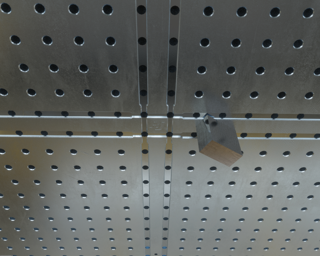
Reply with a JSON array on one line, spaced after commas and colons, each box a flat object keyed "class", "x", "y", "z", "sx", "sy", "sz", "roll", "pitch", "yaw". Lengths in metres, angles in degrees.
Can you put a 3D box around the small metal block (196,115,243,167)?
[{"class": "small metal block", "x": 0.077, "y": 0.017, "z": 0.410, "sx": 0.050, "sy": 0.050, "sz": 0.025, "roll": 27, "pitch": 125, "yaw": -21}]
